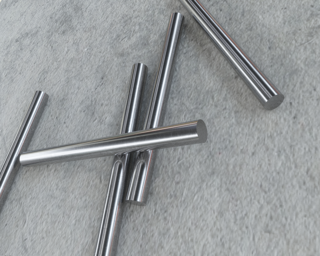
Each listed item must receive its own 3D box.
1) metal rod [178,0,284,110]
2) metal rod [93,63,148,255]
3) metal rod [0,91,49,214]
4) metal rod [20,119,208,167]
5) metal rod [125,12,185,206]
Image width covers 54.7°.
[{"bbox_3d":[0.080,-0.137,0.444,0.025,0.025,0.300,-31,52,8],"label":"metal rod"},{"bbox_3d":[-0.048,0.039,0.403,0.025,0.025,0.299,-6,59,24],"label":"metal rod"},{"bbox_3d":[-0.237,0.073,0.480,0.025,0.025,0.299,-2,61,27],"label":"metal rod"},{"bbox_3d":[-0.081,0.026,0.400,0.300,0.025,0.025,-10,57,32],"label":"metal rod"},{"bbox_3d":[0.000,-0.044,0.429,0.025,0.025,0.299,-2,60,27],"label":"metal rod"}]
